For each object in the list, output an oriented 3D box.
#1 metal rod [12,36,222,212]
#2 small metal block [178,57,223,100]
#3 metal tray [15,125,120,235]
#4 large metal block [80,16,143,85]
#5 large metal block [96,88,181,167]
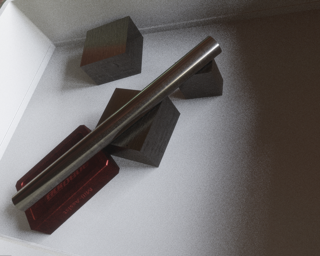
[{"bbox_3d":[-0.052,-0.004,0.369,0.300,0.025,0.025,-39,51,1],"label":"metal rod"},{"bbox_3d":[0.050,-0.063,0.401,0.050,0.050,0.025,-5,60,25],"label":"small metal block"},{"bbox_3d":[-0.129,0.068,0.426,0.130,0.030,0.090,-42,51,-1],"label":"metal tray"},{"bbox_3d":[-0.076,-0.125,0.504,0.080,0.050,0.080,-12,57,21],"label":"large metal block"},{"bbox_3d":[-0.031,-0.002,0.406,0.080,0.050,0.080,10,67,32],"label":"large metal block"}]
